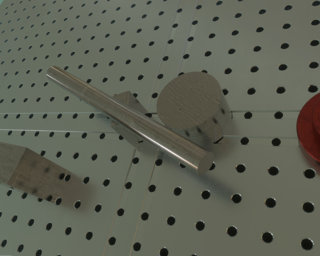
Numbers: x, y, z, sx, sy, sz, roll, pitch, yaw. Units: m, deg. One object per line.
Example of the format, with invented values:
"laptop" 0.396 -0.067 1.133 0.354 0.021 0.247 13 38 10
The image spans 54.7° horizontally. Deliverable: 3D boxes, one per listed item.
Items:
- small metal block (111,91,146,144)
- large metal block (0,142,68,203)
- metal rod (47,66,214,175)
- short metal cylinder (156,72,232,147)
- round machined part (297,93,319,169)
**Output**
"small metal block" -0.041 -0.014 0.421 0.025 0.050 0.050 -15 56 20
"large metal block" -0.195 0.061 0.436 0.080 0.080 0.050 7 65 31
"metal rod" -0.060 -0.025 0.388 0.300 0.025 0.025 30 78 37
"short metal cylinder" 0.043 -0.022 0.383 0.080 0.050 0.080 -13 56 20
"round machined part" 0.187 -0.003 0.302 0.098 0.042 0.098 -13 56 20
